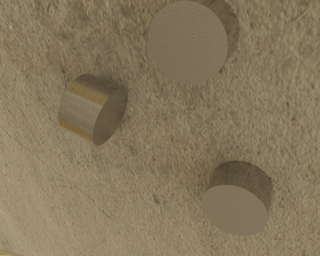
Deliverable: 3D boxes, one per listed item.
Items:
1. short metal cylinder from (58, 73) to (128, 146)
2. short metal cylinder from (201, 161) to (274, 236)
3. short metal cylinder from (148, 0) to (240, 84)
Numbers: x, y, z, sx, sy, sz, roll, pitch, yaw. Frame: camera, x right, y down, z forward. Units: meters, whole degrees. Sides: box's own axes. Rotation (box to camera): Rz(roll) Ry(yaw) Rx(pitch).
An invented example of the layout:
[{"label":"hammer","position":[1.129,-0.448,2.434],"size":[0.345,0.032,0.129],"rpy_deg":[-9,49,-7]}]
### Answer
[{"label":"short metal cylinder","position":[-0.084,-0.024,0.399],"size":[0.050,0.080,0.079],"rpy_deg":[25,127,12]},{"label":"short metal cylinder","position":[0.099,0.089,0.393],"size":[0.080,0.050,0.079],"rpy_deg":[13,124,20]},{"label":"short metal cylinder","position":[0.035,-0.091,0.315],"size":[0.080,0.050,0.079],"rpy_deg":[13,124,20]}]
